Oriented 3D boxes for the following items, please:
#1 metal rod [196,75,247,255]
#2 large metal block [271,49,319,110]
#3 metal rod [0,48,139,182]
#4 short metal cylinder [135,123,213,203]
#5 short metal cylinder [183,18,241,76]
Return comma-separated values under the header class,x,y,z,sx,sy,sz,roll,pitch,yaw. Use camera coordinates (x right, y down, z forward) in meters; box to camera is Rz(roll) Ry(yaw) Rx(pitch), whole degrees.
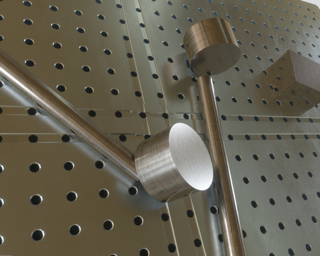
class,x,y,z,sx,sy,sz,roll,pitch,yaw
metal rod,0.081,0.054,0.418,0.025,0.025,0.299,9,58,-24
large metal block,0.265,-0.091,0.590,0.081,0.050,0.080,18,55,-18
metal rod,-0.138,-0.040,0.357,0.300,0.025,0.025,39,51,-2
short metal cylinder,0.017,0.041,0.359,0.080,0.050,0.080,34,41,-36
short metal cylinder,0.082,-0.127,0.495,0.081,0.080,0.050,2,61,-27
